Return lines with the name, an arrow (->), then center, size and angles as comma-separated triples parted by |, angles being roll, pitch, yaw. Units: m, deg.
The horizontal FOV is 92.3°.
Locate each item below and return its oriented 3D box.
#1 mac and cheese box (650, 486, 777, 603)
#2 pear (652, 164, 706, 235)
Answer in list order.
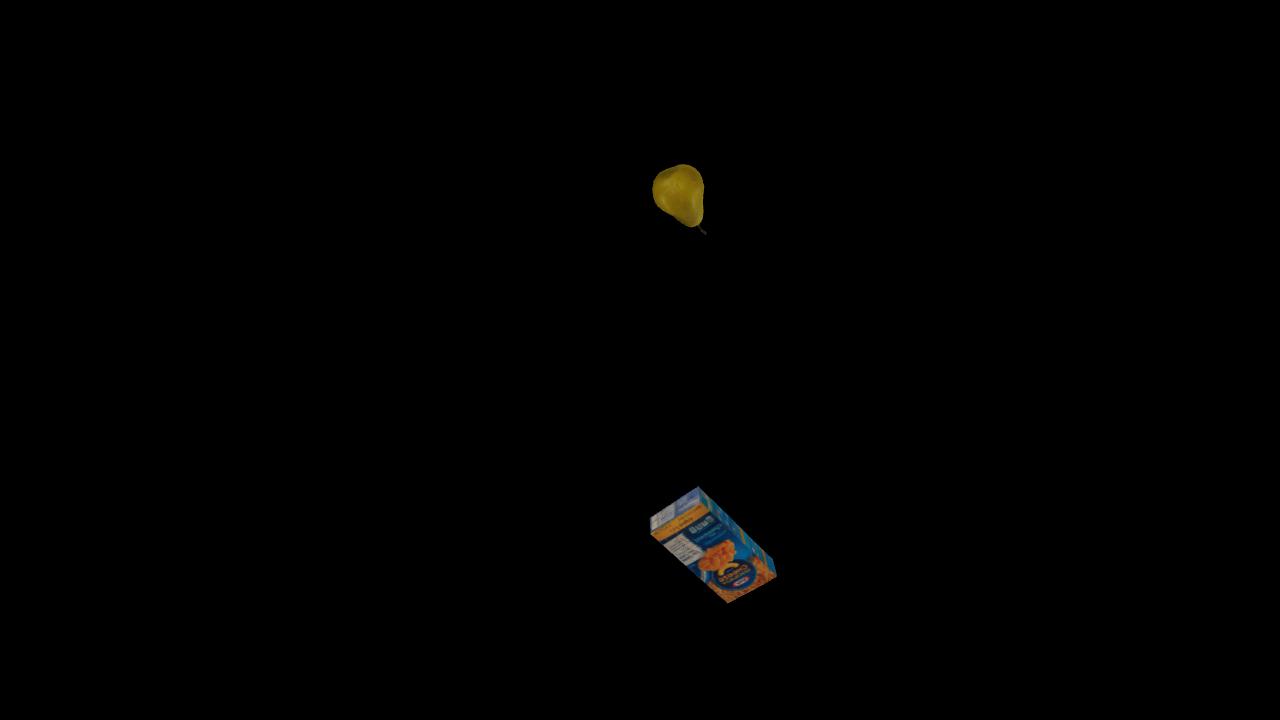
mac and cheese box -> 0.106, 0.270, 0.887 | 0.093, 0.184, 0.041 | -38, 22, 17
pear -> 0.067, -0.241, 0.945 | 0.080, 0.111, 0.080 | -20, 27, 10
